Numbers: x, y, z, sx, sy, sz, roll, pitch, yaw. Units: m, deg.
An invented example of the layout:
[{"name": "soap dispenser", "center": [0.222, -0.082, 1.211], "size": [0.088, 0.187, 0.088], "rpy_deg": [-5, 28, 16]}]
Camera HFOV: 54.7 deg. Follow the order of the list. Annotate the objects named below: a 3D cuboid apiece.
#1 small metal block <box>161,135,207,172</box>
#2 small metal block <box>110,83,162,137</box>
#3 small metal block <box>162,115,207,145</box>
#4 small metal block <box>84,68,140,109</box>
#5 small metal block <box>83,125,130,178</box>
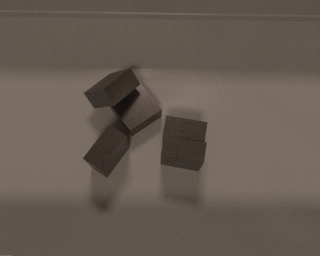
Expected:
[{"name": "small metal block", "center": [0.028, 0.032, 0.385], "size": [0.050, 0.050, 0.025], "rpy_deg": [10, 71, 3]}, {"name": "small metal block", "center": [-0.033, -0.025, 0.418], "size": [0.050, 0.025, 0.050], "rpy_deg": [-35, 74, -12]}, {"name": "small metal block", "center": [0.030, 0.009, 0.394], "size": [0.050, 0.050, 0.025], "rpy_deg": [10, 70, 3]}, {"name": "small metal block", "center": [-0.063, -0.052, 0.406], "size": [0.050, 0.050, 0.025], "rpy_deg": [-45, 117, -32]}, {"name": "small metal block", "center": [-0.065, 0.030, 0.385], "size": [0.025, 0.050, 0.050], "rpy_deg": [32, 73, 10]}]
